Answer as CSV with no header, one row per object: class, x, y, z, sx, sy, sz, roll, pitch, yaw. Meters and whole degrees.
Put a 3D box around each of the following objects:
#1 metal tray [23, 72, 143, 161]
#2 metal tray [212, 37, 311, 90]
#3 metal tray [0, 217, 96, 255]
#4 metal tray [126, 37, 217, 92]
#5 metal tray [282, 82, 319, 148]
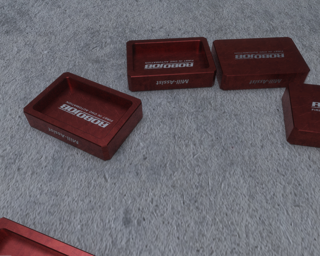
metal tray,-0.101,-0.020,0.415,0.130,0.030,0.090,22,53,17
metal tray,0.153,-0.103,0.487,0.131,0.030,0.090,-3,50,-3
metal tray,-0.115,0.146,0.276,0.130,0.030,0.090,17,52,13
metal tray,0.015,-0.102,0.485,0.131,0.030,0.090,-4,50,-4
metal tray,0.237,-0.014,0.414,0.131,0.030,0.090,7,50,6
